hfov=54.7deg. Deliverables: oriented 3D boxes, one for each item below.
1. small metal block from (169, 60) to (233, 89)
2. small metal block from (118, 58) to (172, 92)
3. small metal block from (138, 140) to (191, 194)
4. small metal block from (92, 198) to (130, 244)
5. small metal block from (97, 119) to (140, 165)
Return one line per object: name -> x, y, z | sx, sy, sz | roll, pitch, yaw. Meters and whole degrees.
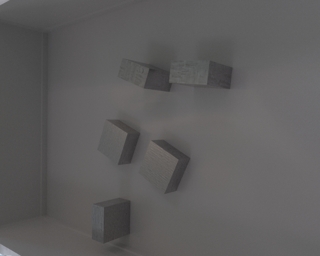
small metal block -> 0.047, -0.060, 0.352 | 0.050, 0.050, 0.025 | 10, 97, 39
small metal block -> -0.018, -0.069, 0.405 | 0.050, 0.050, 0.025 | 28, 108, 36
small metal block -> 0.005, 0.049, 0.403 | 0.050, 0.025, 0.050 | 33, 110, 35
small metal block -> -0.070, 0.132, 0.449 | 0.025, 0.050, 0.050 | 2, 91, 40
small metal block -> -0.062, 0.020, 0.458 | 0.050, 0.025, 0.050 | 30, 109, 36
